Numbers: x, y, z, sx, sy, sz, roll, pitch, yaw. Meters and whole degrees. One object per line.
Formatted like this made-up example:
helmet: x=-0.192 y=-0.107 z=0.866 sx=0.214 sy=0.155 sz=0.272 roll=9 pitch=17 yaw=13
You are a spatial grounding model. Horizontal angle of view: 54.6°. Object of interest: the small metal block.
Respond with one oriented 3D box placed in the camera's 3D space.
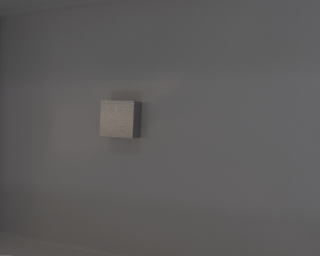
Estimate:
small metal block: x=-0.054 y=-0.012 z=0.430 sx=0.050 sy=0.025 sz=0.050 roll=3 pitch=91 yaw=20
